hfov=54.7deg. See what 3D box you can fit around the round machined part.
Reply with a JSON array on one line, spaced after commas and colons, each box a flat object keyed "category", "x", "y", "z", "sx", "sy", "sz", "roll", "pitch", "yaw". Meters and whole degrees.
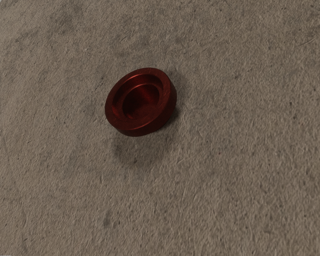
[{"category": "round machined part", "x": -0.022, "y": -0.031, "z": 0.422, "sx": 0.098, "sy": 0.042, "sz": 0.098, "roll": -13, "pitch": 56, "yaw": 20}]
